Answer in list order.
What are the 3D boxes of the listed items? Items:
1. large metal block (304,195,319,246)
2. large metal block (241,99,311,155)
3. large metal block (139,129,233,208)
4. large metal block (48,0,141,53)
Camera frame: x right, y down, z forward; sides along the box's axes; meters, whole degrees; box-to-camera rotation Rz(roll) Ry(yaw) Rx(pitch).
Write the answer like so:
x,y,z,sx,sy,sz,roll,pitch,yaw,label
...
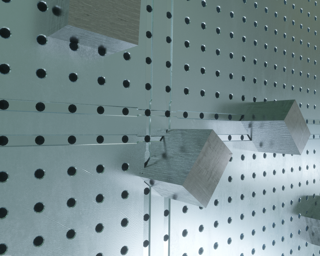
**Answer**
x,y,z,sx,sy,sz,roll,pitch,yaw,label
0.381,0.215,0.710,0.080,0.050,0.080,-34,111,-34,large metal block
0.202,-0.001,0.541,0.050,0.080,0.080,-52,121,-27,large metal block
0.033,0.048,0.400,0.050,0.080,0.080,47,62,-30,large metal block
-0.068,-0.133,0.334,0.081,0.050,0.080,5,87,-40,large metal block
